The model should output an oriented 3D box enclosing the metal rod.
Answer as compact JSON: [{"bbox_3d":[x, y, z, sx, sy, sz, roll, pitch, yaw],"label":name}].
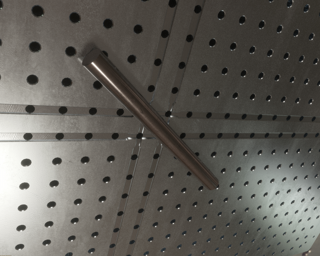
[{"bbox_3d":[0.007,0.009,0.422,0.025,0.025,0.300,-43,130,1],"label":"metal rod"}]
